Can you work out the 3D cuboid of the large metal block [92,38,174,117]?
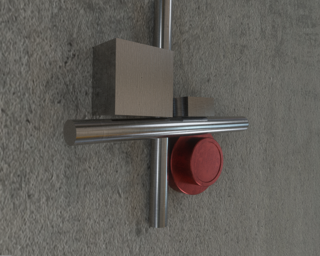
[{"bbox_3d":[-0.031,-0.053,0.364,0.081,0.050,0.079,1,90,-40],"label":"large metal block"}]

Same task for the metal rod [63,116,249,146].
[{"bbox_3d":[0.024,-0.001,0.396,0.302,0.025,0.025,-3,92,-44],"label":"metal rod"}]

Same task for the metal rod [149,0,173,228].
[{"bbox_3d":[0.001,-0.022,0.409,0.025,0.025,0.298,2,89,-40],"label":"metal rod"}]

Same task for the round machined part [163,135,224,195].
[{"bbox_3d":[0.053,0.047,0.441,0.099,0.042,0.097,0,90,-40],"label":"round machined part"}]

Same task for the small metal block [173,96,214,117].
[{"bbox_3d":[0.038,-0.028,0.425,0.050,0.050,0.025,-2,92,-40],"label":"small metal block"}]
